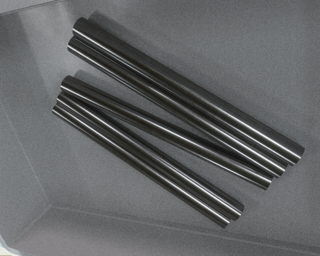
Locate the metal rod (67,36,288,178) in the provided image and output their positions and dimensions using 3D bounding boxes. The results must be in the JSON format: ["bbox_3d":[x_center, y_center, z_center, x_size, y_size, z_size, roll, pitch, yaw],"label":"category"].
[{"bbox_3d":[0.016,-0.030,0.380,0.301,0.025,0.025,32,129,7],"label":"metal rod"}]

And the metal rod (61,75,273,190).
[{"bbox_3d":[0.001,0.001,0.407,0.301,0.025,0.025,26,128,12],"label":"metal rod"}]

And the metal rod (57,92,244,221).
[{"bbox_3d":[-0.017,0.035,0.438,0.301,0.025,0.025,33,129,6],"label":"metal rod"}]

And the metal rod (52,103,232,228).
[{"bbox_3d":[-0.029,0.050,0.453,0.301,0.025,0.025,33,129,6],"label":"metal rod"}]

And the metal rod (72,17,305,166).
[{"bbox_3d":[0.027,-0.047,0.364,0.301,0.025,0.025,32,129,7],"label":"metal rod"}]
